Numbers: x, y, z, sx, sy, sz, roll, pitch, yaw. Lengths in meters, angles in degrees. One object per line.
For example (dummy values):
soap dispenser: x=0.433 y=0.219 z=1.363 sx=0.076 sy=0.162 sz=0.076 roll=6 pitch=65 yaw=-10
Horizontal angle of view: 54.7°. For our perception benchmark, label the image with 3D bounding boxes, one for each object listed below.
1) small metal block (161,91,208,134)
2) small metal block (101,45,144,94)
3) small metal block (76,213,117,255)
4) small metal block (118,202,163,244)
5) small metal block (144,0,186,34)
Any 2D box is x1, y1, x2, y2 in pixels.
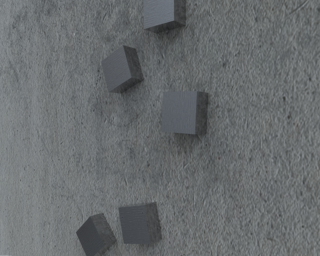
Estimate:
small metal block: x=0.030 y=-0.019 z=0.380 sx=0.050 sy=0.025 sz=0.050 roll=4 pitch=93 yaw=40
small metal block: x=-0.055 y=-0.084 z=0.451 sx=0.050 sy=0.025 sz=0.050 roll=-25 pitch=75 yaw=37
small metal block: x=-0.101 y=0.171 z=0.489 sx=0.050 sy=0.025 sz=0.050 roll=-49 pitch=61 yaw=28
small metal block: x=-0.028 y=0.131 z=0.428 sx=0.050 sy=0.025 sz=0.050 roll=-17 pitch=80 yaw=38
small metal block: x=0.006 y=-0.155 z=0.400 sx=0.050 sy=0.025 sz=0.050 roll=-1 pitch=90 yaw=40
